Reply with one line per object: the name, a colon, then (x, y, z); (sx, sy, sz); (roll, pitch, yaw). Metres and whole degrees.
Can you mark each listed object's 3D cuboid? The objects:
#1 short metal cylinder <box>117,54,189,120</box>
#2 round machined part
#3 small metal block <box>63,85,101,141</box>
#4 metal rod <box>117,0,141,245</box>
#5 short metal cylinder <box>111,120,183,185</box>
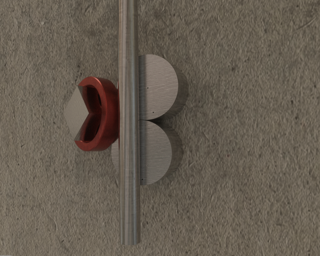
short metal cylinder: (-0.008, -0.050, 0.400); (0.080, 0.050, 0.079); (0, 90, 20)
round machined part: (-0.079, -0.018, 0.415); (0.098, 0.042, 0.097); (-4, 84, 48)
small metal block: (-0.098, -0.018, 0.402); (0.050, 0.025, 0.050); (-53, 51, 32)
metal rod: (-0.037, -0.014, 0.370); (0.025, 0.025, 0.298); (-1, 89, 20)
short metal cylinder: (-0.015, 0.030, 0.402); (0.080, 0.050, 0.080); (0, 89, 20)
